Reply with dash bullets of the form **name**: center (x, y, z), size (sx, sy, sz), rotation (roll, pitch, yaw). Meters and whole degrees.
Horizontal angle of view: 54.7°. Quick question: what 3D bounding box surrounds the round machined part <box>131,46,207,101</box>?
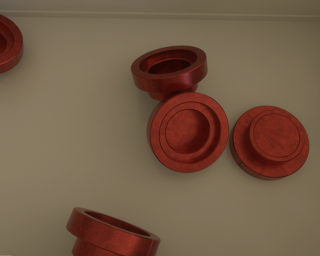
- **round machined part**: center (0.014, -0.070, 0.410), size (0.099, 0.042, 0.098), rotation (-8, 35, 6)

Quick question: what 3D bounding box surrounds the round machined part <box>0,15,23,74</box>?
- **round machined part**: center (-0.242, -0.111, 0.427), size (0.099, 0.042, 0.098), rotation (9, 60, -17)

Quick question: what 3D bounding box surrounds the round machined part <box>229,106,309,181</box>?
- **round machined part**: center (0.142, 0.015, 0.397), size (0.099, 0.042, 0.098), rotation (0, 70, -1)

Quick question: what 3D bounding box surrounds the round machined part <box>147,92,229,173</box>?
- **round machined part**: center (0.032, 0.003, 0.385), size (0.099, 0.042, 0.097), rotation (-3, 101, -13)

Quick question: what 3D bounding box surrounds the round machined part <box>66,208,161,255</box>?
- **round machined part**: center (-0.052, 0.121, 0.326), size (0.098, 0.098, 0.042), rotation (19, 77, 6)
